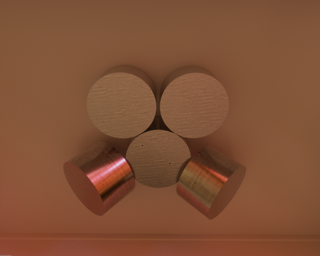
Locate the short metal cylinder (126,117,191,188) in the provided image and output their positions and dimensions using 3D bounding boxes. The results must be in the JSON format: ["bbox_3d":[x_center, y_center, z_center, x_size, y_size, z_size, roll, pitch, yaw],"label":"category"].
[{"bbox_3d":[-0.002,0.031,0.406,0.081,0.050,0.079,0,110,-1],"label":"short metal cylinder"}]

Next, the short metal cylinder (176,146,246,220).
[{"bbox_3d":[0.067,0.070,0.400,0.050,0.081,0.079,33,112,30],"label":"short metal cylinder"}]

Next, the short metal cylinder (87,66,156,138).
[{"bbox_3d":[-0.045,-0.033,0.382,0.081,0.050,0.079,0,110,-1],"label":"short metal cylinder"}]

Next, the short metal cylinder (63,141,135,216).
[{"bbox_3d":[-0.078,0.064,0.397,0.050,0.080,0.080,-35,114,-35],"label":"short metal cylinder"}]

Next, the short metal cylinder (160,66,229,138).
[{"bbox_3d":[0.040,-0.034,0.385,0.081,0.050,0.079,0,110,-1],"label":"short metal cylinder"}]
